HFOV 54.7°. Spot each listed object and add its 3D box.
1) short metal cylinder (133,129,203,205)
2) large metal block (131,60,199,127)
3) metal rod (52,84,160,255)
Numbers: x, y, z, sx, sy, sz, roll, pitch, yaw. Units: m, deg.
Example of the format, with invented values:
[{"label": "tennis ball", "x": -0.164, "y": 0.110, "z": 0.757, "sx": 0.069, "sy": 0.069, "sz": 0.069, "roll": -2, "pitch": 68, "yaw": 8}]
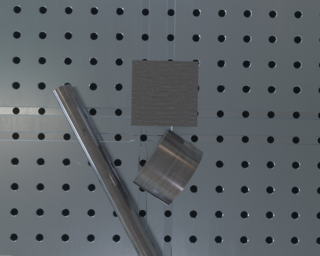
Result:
[{"label": "short metal cylinder", "x": 0.010, "y": 0.048, "z": 0.386, "sx": 0.050, "sy": 0.080, "sz": 0.080, "roll": 35, "pitch": 90, "yaw": 0}, {"label": "large metal block", "x": 0.006, "y": -0.042, "z": 0.401, "sx": 0.081, "sy": 0.050, "sz": 0.079, "roll": 1, "pitch": 90, "yaw": 0}, {"label": "metal rod", "x": -0.062, "y": 0.080, "z": 0.412, "sx": 0.025, "sy": 0.025, "sz": 0.299, "roll": -28, "pitch": 90, "yaw": 0}]
